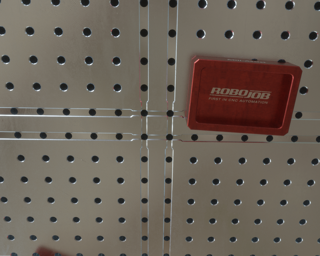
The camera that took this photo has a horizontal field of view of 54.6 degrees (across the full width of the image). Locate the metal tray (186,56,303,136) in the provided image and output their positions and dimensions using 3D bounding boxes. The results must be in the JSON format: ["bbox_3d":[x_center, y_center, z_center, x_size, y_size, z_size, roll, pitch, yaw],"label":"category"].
[{"bbox_3d":[0.103,-0.040,0.396,0.131,0.030,0.089,4,110,-2],"label":"metal tray"}]
